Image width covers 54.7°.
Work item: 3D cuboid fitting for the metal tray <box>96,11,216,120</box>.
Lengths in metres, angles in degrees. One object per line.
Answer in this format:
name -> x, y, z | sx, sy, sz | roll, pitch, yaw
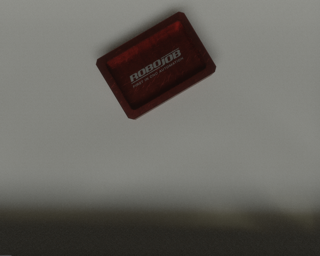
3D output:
metal tray -> -0.005, -0.080, 0.408 | 0.130, 0.030, 0.090 | -31, 90, -1
